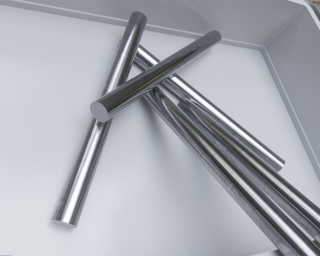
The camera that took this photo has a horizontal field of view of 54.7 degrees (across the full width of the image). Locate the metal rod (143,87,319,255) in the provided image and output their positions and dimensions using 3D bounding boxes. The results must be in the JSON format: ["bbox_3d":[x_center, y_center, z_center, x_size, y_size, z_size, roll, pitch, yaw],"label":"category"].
[{"bbox_3d":[0.052,0.027,0.334,0.025,0.025,0.300,-7,39,-32],"label":"metal rod"}]

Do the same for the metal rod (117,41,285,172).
[{"bbox_3d":[0.062,-0.034,0.462,0.300,0.025,0.025,38,51,-3],"label":"metal rod"}]

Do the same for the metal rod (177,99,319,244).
[{"bbox_3d":[0.107,0.047,0.343,0.025,0.025,0.300,-6,35,-31],"label":"metal rod"}]

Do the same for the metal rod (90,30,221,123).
[{"bbox_3d":[0.015,-0.088,0.434,0.025,0.025,0.302,46,45,3],"label":"metal rod"}]

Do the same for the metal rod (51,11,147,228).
[{"bbox_3d":[-0.062,-0.033,0.375,0.025,0.025,0.300,23,59,-15],"label":"metal rod"}]
